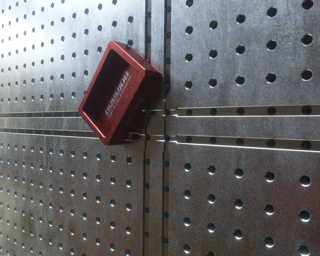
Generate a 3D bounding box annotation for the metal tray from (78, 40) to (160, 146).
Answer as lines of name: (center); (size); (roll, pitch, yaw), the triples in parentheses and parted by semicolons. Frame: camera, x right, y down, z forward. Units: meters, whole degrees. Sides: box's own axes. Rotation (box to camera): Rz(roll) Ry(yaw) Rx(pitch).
metal tray: (-0.065, -0.049, 0.456); (0.090, 0.030, 0.129); (45, 117, 30)
